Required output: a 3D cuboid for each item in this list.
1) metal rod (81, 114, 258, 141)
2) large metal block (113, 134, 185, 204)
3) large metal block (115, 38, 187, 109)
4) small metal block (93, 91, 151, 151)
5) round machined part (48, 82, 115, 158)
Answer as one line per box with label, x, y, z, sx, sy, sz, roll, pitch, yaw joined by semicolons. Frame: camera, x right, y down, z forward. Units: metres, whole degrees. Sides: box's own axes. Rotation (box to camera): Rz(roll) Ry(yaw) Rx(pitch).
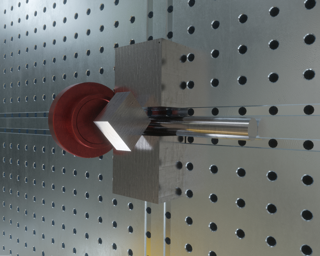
metal rod;-0.017;-0.004;0.423;0.300;0.025;0.025;3;92;40
large metal block;-0.016;0.048;0.406;0.080;0.050;0.079;2;91;40
large metal block;-0.013;-0.066;0.404;0.080;0.050;0.079;1;91;40
small metal block;-0.044;-0.008;0.372;0.025;0.050;0.050;1;47;40
round machined part;-0.087;-0.010;0.396;0.042;0.099;0.097;7;95;54
